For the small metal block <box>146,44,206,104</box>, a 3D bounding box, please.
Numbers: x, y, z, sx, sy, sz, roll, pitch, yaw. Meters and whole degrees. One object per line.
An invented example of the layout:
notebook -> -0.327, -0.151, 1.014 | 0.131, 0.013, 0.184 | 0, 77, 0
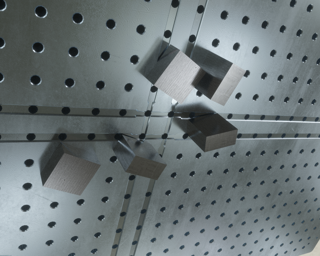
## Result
small metal block -> 0.020, -0.065, 0.381 | 0.050, 0.025, 0.050 | 31, 101, -38

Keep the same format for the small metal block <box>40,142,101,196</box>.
small metal block -> -0.110, 0.051, 0.382 | 0.050, 0.025, 0.050 | 26, 104, -37

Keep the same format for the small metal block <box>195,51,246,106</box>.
small metal block -> 0.072, -0.063, 0.395 | 0.025, 0.050, 0.050 | 20, 108, -36

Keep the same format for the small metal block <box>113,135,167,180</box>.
small metal block -> -0.027, 0.038, 0.403 | 0.050, 0.050, 0.025 | 21, 107, -36

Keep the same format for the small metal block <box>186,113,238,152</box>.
small metal block -> 0.072, 0.005, 0.437 | 0.050, 0.050, 0.025 | -12, 124, -22
